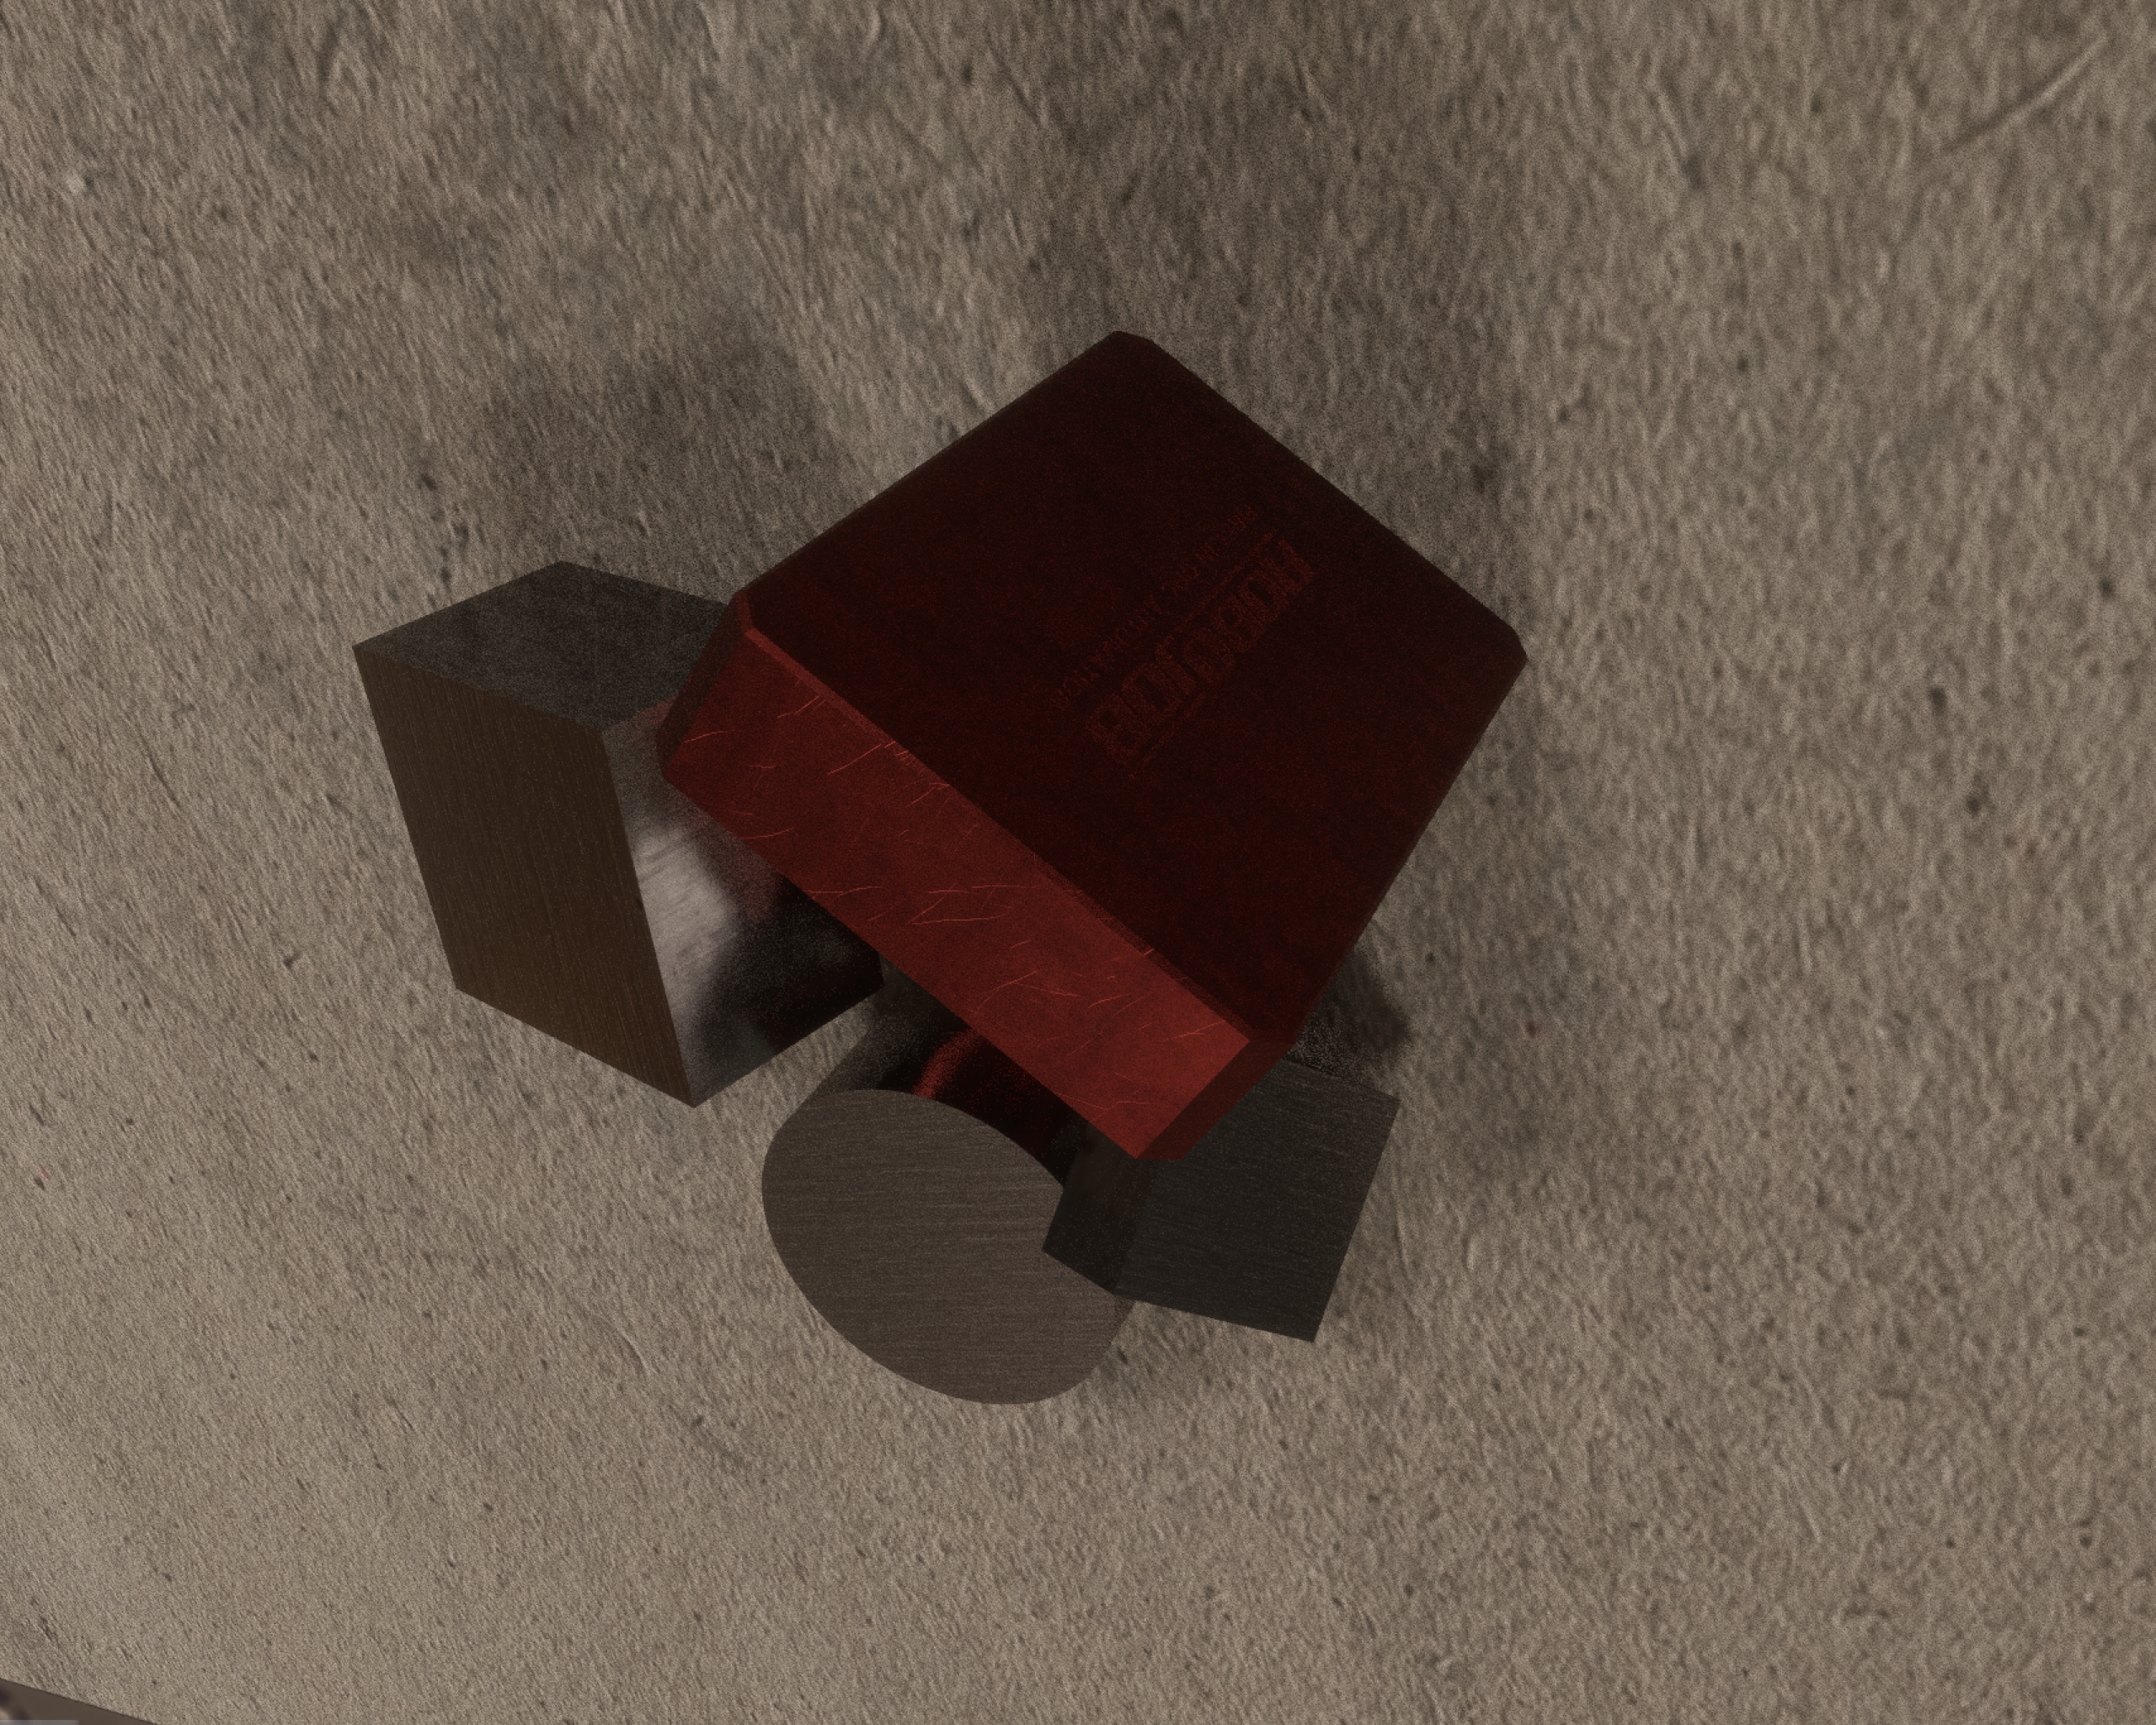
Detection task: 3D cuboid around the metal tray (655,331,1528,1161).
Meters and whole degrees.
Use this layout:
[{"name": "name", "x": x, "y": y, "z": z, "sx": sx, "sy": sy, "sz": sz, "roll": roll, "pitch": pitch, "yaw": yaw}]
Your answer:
[{"name": "metal tray", "x": 0.010, "y": -0.026, "z": 0.317, "sx": 0.090, "sy": 0.131, "sz": 0.030, "roll": 39, "pitch": 129, "yaw": 1}]

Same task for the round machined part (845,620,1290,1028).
[{"name": "round machined part", "x": -0.006, "y": -0.008, "z": 0.395, "sx": 0.098, "sy": 0.042, "sz": 0.097, "roll": 13, "pitch": 124, "yaw": 20}]

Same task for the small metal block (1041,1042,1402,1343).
[{"name": "small metal block", "x": 0.028, "y": 0.060, "z": 0.399, "sx": 0.050, "sy": 0.050, "sz": 0.025, "roll": 21, "pitch": 178, "yaw": -34}]

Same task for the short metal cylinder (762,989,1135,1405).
[{"name": "short metal cylinder", "x": -0.019, "y": 0.067, "z": 0.443, "sx": 0.080, "sy": 0.050, "sz": 0.079, "roll": 13, "pitch": 124, "yaw": 20}]

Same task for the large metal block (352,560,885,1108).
[{"name": "large metal block", "x": -0.091, "y": -0.008, "z": 0.417, "sx": 0.080, "sy": 0.050, "sz": 0.079, "roll": 18, "pitch": 128, "yaw": 38}]
